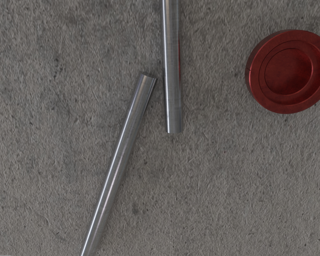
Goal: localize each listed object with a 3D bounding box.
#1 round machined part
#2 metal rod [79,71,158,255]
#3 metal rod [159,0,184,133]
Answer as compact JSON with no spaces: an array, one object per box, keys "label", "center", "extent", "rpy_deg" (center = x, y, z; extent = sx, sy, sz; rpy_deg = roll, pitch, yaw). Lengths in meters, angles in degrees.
[{"label":"round machined part","center":[0.152,-0.069,0.377],"extent":[0.099,0.042,0.097],"rpy_deg":[0,110,0]},{"label":"metal rod","center":[-0.064,0.066,0.433],"extent":[0.025,0.025,0.298],"rpy_deg":[18,109,-7]},{"label":"metal rod","center":[0.012,-0.137,0.359],"extent":[0.025,0.025,0.298],"rpy_deg":[-3,110,1]}]
